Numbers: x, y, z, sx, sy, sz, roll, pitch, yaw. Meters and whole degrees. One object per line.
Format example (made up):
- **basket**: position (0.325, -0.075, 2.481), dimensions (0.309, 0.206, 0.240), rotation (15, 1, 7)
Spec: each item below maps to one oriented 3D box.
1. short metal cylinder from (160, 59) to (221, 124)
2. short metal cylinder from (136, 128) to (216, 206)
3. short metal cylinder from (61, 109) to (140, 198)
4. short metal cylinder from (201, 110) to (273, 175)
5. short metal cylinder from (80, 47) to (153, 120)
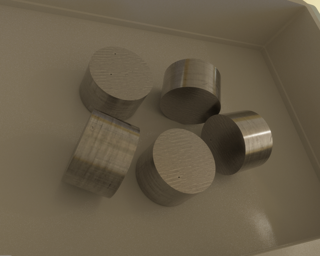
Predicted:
- **short metal cylinder**: position (0.043, -0.048, 0.424), dimensions (0.080, 0.080, 0.050), rotation (20, 54, -17)
- **short metal cylinder**: position (0.018, 0.047, 0.370), dimensions (0.081, 0.050, 0.080), rotation (14, 56, -21)
- **short metal cylinder**: position (-0.061, 0.026, 0.320), dimensions (0.050, 0.080, 0.080), rotation (24, 53, -14)
- **short metal cylinder**: position (0.100, 0.018, 0.413), dimensions (0.050, 0.080, 0.080), rotation (-9, 67, -33)
- **short metal cylinder**: position (-0.056, -0.055, 0.392), dimensions (0.081, 0.050, 0.080), rotation (14, 56, -21)
